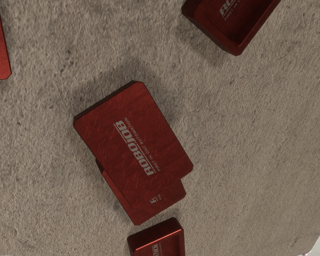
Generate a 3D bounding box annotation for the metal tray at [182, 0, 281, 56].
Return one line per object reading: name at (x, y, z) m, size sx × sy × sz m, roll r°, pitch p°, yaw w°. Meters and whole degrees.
metal tray at (0.097, -0.161, 0.358) m, size 0.090 × 0.030 × 0.130 m, roll 28°, pitch 103°, yaw -38°

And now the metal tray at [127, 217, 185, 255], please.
metal tray at (-0.002, 0.225, 0.543) m, size 0.091 × 0.030 × 0.129 m, roll -18°, pitch 126°, yaw -18°

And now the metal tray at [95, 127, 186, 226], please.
metal tray at (-0.022, 0.072, 0.438) m, size 0.090 × 0.030 × 0.129 m, roll -30°, pitch 129°, yaw -10°

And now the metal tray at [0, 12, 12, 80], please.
metal tray at (-0.178, -0.100, 0.244) m, size 0.091 × 0.030 × 0.129 m, roll -11°, pitch 123°, yaw -23°

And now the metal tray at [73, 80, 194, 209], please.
metal tray at (-0.030, 0.020, 0.369) m, size 0.090 × 0.030 × 0.130 m, roll -34°, pitch 107°, yaw -9°
